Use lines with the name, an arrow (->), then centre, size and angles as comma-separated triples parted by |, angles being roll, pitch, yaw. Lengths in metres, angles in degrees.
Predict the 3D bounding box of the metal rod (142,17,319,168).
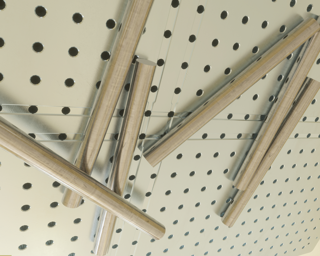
metal rod -> 0.099, -0.050, 0.433 | 0.300, 0.025, 0.025 | -40, 129, -2

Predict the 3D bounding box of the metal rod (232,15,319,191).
metal rod -> 0.190, -0.027, 0.497 | 0.025, 0.025, 0.298 | 7, 115, -32

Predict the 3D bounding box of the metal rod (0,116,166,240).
metal rod -> -0.083, 0.075, 0.377 | 0.025, 0.025, 0.300 | -43, 129, 1

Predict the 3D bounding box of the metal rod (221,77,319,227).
metal rod -> 0.189, 0.051, 0.544 | 0.025, 0.025, 0.298 | 13, 112, -34

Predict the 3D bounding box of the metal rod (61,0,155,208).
metal rod -> -0.061, -0.032, 0.356 | 0.025, 0.025, 0.298 | 10, 113, -33

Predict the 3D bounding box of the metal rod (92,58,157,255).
metal rod -> -0.053, 0.055, 0.415 | 0.025, 0.025, 0.298 | 2, 118, -29
